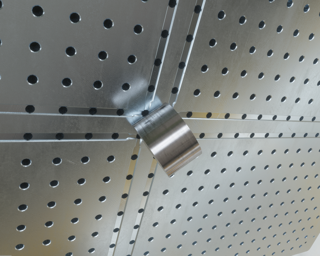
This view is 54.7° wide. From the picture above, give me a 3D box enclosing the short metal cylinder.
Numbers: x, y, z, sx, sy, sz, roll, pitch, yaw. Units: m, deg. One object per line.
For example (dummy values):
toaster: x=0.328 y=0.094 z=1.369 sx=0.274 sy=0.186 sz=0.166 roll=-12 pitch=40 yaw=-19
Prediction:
short metal cylinder: x=0.008 y=0.015 z=0.390 sx=0.050 sy=0.080 sz=0.080 roll=-35 pitch=129 yaw=-6
